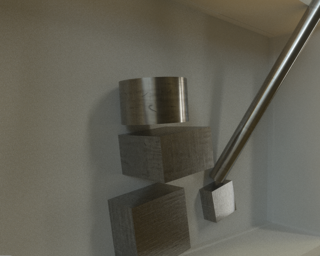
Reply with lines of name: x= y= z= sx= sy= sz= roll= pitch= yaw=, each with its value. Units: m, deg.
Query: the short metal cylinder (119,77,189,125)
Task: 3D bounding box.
short metal cylinder: x=-0.007 y=-0.031 z=0.367 sx=0.081 sy=0.080 sz=0.050 roll=-6 pitch=94 yaw=-40

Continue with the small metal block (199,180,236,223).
small metal block: x=0.092 y=0.113 z=0.486 sx=0.050 sy=0.025 sz=0.050 roll=-17 pitch=101 yaw=-39

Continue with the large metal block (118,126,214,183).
large metal block: x=0.007 y=0.028 z=0.379 sx=0.081 sy=0.080 sz=0.050 roll=-10 pitch=97 yaw=-40

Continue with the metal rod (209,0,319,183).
metal rod: x=0.160 y=-0.050 z=0.467 sx=0.025 sy=0.025 sz=0.299 roll=23 pitch=100 yaw=-38

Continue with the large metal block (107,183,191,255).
large metal block: x=-0.012 y=0.120 z=0.383 sx=0.081 sy=0.050 sz=0.079 roll=-11 pitch=98 yaw=-40
